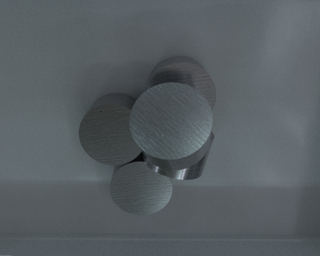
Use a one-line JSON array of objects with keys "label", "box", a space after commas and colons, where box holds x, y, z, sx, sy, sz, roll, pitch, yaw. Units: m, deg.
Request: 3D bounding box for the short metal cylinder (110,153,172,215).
[{"label": "short metal cylinder", "box": [-0.024, 0.070, 0.421, 0.081, 0.050, 0.079, 0, 110, -1]}]

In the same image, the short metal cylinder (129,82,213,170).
[{"label": "short metal cylinder", "box": [0.013, 0.000, 0.322, 0.080, 0.050, 0.080, -2, 70, 6]}]

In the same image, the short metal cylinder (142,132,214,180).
[{"label": "short metal cylinder", "box": [0.022, 0.022, 0.390, 0.081, 0.080, 0.050, 13, 110, -5]}]

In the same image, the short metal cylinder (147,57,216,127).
[{"label": "short metal cylinder", "box": [0.025, -0.044, 0.380, 0.081, 0.050, 0.079, 0, 110, -1]}]

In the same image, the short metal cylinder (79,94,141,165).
[{"label": "short metal cylinder", "box": [-0.057, 0.001, 0.395, 0.081, 0.050, 0.079, 0, 110, -1]}]
